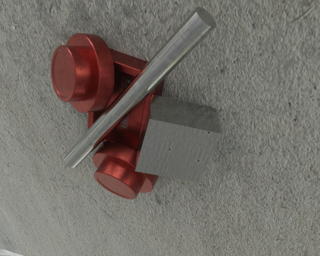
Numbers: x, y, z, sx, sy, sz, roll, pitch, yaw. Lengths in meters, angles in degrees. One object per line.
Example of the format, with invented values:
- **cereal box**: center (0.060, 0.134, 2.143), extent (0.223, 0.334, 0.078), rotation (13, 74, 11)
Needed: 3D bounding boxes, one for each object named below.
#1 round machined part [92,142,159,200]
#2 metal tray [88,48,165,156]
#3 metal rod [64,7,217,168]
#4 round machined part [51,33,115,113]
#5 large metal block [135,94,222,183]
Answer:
- **round machined part**: center (-0.055, 0.067, 0.445), extent (0.098, 0.042, 0.098), rotation (20, 148, 14)
- **metal tray**: center (-0.049, -0.030, 0.412), extent (0.090, 0.030, 0.129), rotation (22, 127, 14)
- **metal rod**: center (-0.046, -0.026, 0.378), extent (0.025, 0.025, 0.299), rotation (46, 129, -4)
- **round machined part**: center (-0.101, -0.067, 0.383), extent (0.098, 0.042, 0.097), rotation (12, 106, 47)
- **large metal block**: center (0.019, 0.014, 0.372), extent (0.081, 0.050, 0.079), rotation (12, 127, -8)
